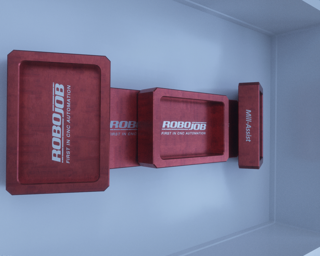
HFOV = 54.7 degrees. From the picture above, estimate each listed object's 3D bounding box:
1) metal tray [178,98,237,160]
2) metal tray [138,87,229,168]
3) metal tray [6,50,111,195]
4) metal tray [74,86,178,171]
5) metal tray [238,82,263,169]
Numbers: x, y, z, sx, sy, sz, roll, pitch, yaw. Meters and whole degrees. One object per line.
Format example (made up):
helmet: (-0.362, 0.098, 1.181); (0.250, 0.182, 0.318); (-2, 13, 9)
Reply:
metal tray: (0.065, 0.001, 0.456); (0.131, 0.030, 0.089); (0, 90, -40)
metal tray: (0.034, 0.000, 0.390); (0.131, 0.030, 0.089); (1, 89, -40)
metal tray: (-0.095, -0.005, 0.298); (0.091, 0.030, 0.129); (1, 90, -15)
metal tray: (-0.036, 0.000, 0.373); (0.131, 0.030, 0.089); (0, 90, -40)
metal tray: (0.148, -0.004, 0.500); (0.090, 0.030, 0.129); (0, 90, -68)
